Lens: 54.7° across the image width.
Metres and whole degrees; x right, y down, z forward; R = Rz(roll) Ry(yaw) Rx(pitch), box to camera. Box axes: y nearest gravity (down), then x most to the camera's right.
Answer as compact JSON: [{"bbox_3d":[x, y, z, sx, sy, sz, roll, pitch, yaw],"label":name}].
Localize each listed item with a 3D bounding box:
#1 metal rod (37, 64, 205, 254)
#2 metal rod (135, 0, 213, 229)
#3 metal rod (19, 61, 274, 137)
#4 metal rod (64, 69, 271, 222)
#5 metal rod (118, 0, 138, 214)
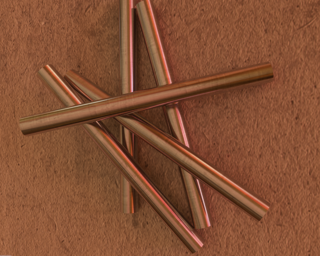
[{"bbox_3d":[-0.052,0.037,0.398,0.025,0.025,0.300,-42,87,15],"label":"metal rod"},{"bbox_3d":[0.017,-0.021,0.402,0.025,0.025,0.298,-17,85,19],"label":"metal rod"},{"bbox_3d":[-0.018,-0.034,0.372,0.302,0.025,0.025,-12,86,3],"label":"metal rod"},{"bbox_3d":[-0.005,0.012,0.382,0.300,0.025,0.025,34,101,16],"label":"metal rod"},{"bbox_3d":[-0.043,-0.036,0.424,0.025,0.025,0.298,-1,90,20],"label":"metal rod"}]
